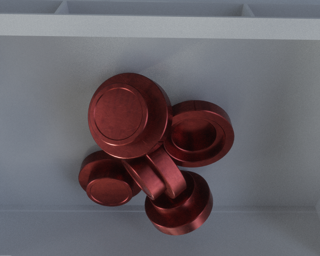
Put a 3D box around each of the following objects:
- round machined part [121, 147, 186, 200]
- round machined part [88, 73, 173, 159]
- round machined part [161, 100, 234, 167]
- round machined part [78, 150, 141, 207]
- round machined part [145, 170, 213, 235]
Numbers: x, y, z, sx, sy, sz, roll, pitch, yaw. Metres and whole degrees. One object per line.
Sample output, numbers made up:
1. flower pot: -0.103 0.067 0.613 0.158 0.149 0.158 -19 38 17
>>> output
1. round machined part: -0.014 0.055 0.404 0.042 0.098 0.098 -38 129 -16
2. round machined part: -0.039 -0.014 0.349 0.098 0.042 0.097 -1 88 18
3. round machined part: 0.043 0.003 0.401 0.099 0.042 0.097 0 130 0
4. round machined part: -0.073 0.082 0.467 0.099 0.042 0.097 0 130 0
5. round machined part: 0.023 0.099 0.446 0.098 0.098 0.042 -15 129 12
